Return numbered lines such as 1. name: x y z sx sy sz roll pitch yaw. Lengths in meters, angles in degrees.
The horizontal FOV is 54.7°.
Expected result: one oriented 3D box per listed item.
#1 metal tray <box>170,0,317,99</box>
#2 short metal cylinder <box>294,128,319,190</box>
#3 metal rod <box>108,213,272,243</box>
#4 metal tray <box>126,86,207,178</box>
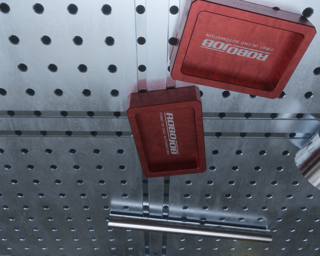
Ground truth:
1. metal tray: 0.084 -0.086 0.335 0.131 0.030 0.089 10 130 -9
2. short metal cylinder: 0.232 0.044 0.415 0.081 0.080 0.050 16 128 -14
3. metal rod: 0.058 0.185 0.569 0.302 0.025 0.025 8 130 -7
4. metal tray: 0.013 0.011 0.417 0.090 0.030 0.129 -7 130 5
